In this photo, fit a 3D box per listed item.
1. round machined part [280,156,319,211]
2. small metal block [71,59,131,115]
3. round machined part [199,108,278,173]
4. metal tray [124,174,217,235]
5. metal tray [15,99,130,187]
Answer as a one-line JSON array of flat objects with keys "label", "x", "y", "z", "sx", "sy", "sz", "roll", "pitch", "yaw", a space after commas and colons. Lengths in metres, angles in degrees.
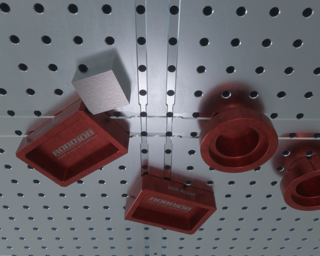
[{"label": "round machined part", "x": 0.232, "y": 0.080, "z": 0.470, "sx": 0.099, "sy": 0.042, "sz": 0.097, "roll": 0, "pitch": 130, "yaw": 0}, {"label": "small metal block", "x": -0.068, "y": -0.048, "z": 0.370, "sx": 0.050, "sy": 0.025, "sz": 0.050, "roll": -15, "pitch": 129, "yaw": 12}, {"label": "round machined part", "x": 0.101, "y": 0.012, "z": 0.411, "sx": 0.099, "sy": 0.042, "sz": 0.097, "roll": 0, "pitch": 130, "yaw": 0}, {"label": "metal tray", "x": 0.017, "y": 0.132, "z": 0.520, "sx": 0.131, "sy": 0.030, "sz": 0.089, "roll": 18, "pitch": 128, "yaw": -15}, {"label": "metal tray", "x": -0.119, "y": 0.025, "z": 0.427, "sx": 0.130, "sy": 0.030, "sz": 0.090, "roll": -30, "pitch": 125, "yaw": 22}]
